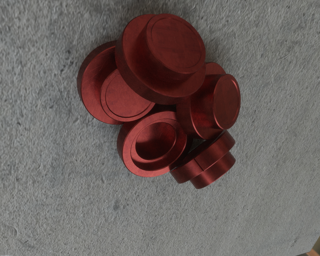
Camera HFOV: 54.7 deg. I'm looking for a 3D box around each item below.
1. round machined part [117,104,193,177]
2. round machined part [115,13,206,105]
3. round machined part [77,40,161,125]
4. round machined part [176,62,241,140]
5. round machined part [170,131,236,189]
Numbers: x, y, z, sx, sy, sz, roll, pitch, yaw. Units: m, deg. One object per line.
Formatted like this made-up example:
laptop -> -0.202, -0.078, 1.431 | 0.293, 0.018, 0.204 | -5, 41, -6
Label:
round machined part -> -0.009, 0.012, 0.401 | 0.099, 0.042, 0.097 | -14, 125, -21
round machined part -> 0.007, -0.077, 0.318 | 0.099, 0.098, 0.042 | 1, 160, -29
round machined part -> -0.040, -0.046, 0.350 | 0.099, 0.042, 0.097 | -14, 125, -21
round machined part -> 0.067, -0.033, 0.387 | 0.099, 0.042, 0.097 | -8, 101, -49
round machined part -> 0.065, 0.047, 0.428 | 0.098, 0.098, 0.042 | -37, 89, -4
